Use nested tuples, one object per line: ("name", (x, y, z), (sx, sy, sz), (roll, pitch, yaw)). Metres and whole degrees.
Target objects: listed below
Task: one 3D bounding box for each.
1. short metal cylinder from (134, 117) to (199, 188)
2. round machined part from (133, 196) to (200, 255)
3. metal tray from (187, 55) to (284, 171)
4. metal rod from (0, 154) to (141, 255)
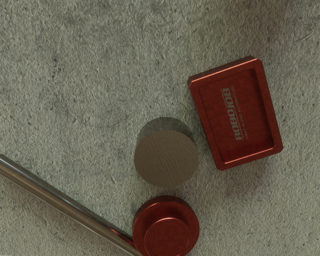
("short metal cylinder", (0.008, 0.031, 0.408), (0.081, 0.050, 0.079), (0, 110, -1))
("round machined part", (0.010, 0.152, 0.447), (0.099, 0.042, 0.097), (-1, 101, -7))
("metal tray", (0.098, -0.017, 0.402), (0.090, 0.030, 0.129), (-19, 109, 6))
("metal rod", (-0.108, 0.133, 0.457), (0.301, 0.025, 0.025), (37, 106, -13))
